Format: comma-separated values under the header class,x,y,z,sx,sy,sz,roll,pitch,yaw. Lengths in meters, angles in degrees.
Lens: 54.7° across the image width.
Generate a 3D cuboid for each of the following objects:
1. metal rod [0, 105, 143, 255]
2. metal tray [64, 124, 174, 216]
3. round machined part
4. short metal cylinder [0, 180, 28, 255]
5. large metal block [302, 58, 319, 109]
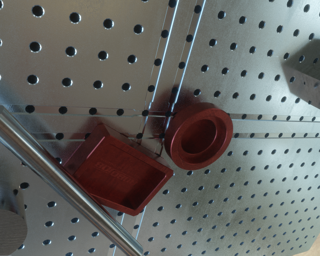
class,x,y,z,sx,sy,sz,roll,pitch,yaw
metal rod,-0.094,0.088,0.375,0.025,0.025,0.299,-35,130,-6
metal tray,-0.054,0.062,0.417,0.130,0.030,0.090,34,99,-39
round machined part,0.050,0.008,0.434,0.099,0.042,0.097,-14,125,-21
short metal cylinder,-0.197,0.106,0.354,0.081,0.050,0.079,-14,124,-21
large metal block,0.291,-0.079,0.508,0.080,0.050,0.080,-40,130,-2
